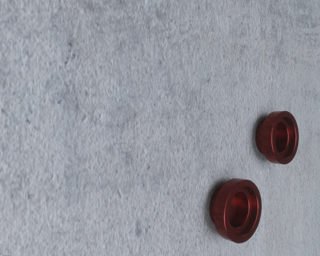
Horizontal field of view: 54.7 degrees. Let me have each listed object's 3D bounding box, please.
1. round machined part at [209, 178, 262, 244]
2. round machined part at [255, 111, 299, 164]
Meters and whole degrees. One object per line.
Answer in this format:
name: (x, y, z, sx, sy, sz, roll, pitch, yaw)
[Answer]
round machined part: (0.117, 0.129, 0.495, 0.099, 0.042, 0.097, 0, 90, -40)
round machined part: (0.215, 0.017, 0.578, 0.099, 0.042, 0.097, 0, 90, -40)
